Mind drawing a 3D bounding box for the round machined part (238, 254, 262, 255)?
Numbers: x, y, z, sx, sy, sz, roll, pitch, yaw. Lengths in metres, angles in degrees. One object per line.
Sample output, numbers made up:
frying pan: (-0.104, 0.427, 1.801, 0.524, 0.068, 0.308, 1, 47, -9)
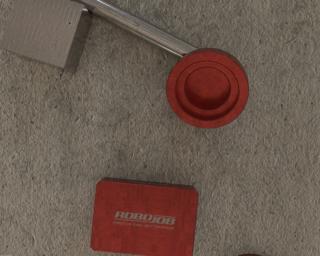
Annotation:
round machined part: (0.123, 0.221, 0.403, 0.099, 0.042, 0.097, 0, 90, 0)

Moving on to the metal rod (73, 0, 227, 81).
metal rod: (-0.034, -0.135, 0.409, 0.301, 0.025, 0.025, 27, 90, 0)

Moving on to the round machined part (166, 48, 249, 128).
round machined part: (0.060, -0.052, 0.389, 0.098, 0.042, 0.097, 6, 117, 11)

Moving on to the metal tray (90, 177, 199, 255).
metal tray: (-0.020, 0.117, 0.407, 0.131, 0.030, 0.089, 6, 90, 0)

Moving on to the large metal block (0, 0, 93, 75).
large metal block: (-0.142, -0.122, 0.396, 0.080, 0.050, 0.080, 18, 90, 0)
